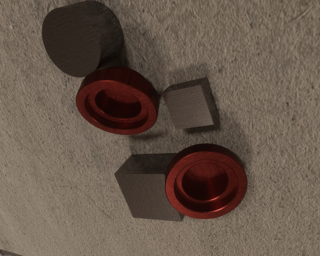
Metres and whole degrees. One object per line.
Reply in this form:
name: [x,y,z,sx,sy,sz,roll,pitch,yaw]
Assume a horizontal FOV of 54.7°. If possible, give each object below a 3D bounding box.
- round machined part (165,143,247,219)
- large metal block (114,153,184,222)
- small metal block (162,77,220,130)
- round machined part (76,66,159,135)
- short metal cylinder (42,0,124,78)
round machined part: [0.055,0.062,0.389,0.099,0.042,0.097,0,114,1]
large metal block: [-0.007,0.084,0.445,0.080,0.050,0.080,-5,116,30]
small metal block: [0.037,-0.028,0.369,0.050,0.025,0.050,-9,114,31]
round machined part: [-0.049,-0.037,0.381,0.099,0.042,0.097,6,143,5]
short metal cylinder: [-0.091,-0.107,0.371,0.080,0.050,0.079,13,124,20]
